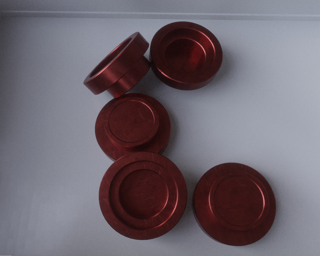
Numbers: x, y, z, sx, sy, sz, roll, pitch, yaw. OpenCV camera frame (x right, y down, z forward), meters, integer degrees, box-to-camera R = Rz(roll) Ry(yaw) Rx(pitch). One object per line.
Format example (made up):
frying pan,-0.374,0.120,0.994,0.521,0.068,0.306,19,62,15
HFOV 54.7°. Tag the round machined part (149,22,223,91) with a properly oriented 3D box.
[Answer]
round machined part,0.034,-0.095,0.432,0.099,0.042,0.098,2,69,-6

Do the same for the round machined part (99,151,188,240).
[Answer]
round machined part,-0.019,0.076,0.365,0.099,0.042,0.097,0,84,-3

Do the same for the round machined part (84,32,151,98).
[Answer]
round machined part,-0.050,-0.078,0.409,0.042,0.098,0.098,46,73,-21

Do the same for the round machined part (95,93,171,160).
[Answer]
round machined part,-0.035,-0.002,0.401,0.099,0.042,0.098,0,70,0

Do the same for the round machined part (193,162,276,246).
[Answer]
round machined part,0.090,0.088,0.369,0.099,0.042,0.098,0,70,0
